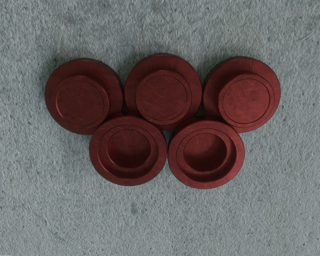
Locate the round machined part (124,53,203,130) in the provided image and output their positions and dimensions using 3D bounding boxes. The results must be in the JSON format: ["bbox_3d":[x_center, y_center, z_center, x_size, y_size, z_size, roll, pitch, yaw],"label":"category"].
[{"bbox_3d":[0.004,-0.042,0.387,0.099,0.042,0.097,0,110,-1],"label":"round machined part"}]

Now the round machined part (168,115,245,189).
[{"bbox_3d":[0.059,0.029,0.413,0.099,0.042,0.097,0,110,-1],"label":"round machined part"}]

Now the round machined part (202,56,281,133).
[{"bbox_3d":[0.103,-0.039,0.389,0.099,0.042,0.097,0,110,-1],"label":"round machined part"}]

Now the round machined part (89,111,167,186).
[{"bbox_3d":[-0.040,0.024,0.410,0.099,0.042,0.097,0,110,-1],"label":"round machined part"}]

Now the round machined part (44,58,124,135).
[{"bbox_3d":[-0.095,-0.036,0.387,0.099,0.042,0.097,0,110,-1],"label":"round machined part"}]
